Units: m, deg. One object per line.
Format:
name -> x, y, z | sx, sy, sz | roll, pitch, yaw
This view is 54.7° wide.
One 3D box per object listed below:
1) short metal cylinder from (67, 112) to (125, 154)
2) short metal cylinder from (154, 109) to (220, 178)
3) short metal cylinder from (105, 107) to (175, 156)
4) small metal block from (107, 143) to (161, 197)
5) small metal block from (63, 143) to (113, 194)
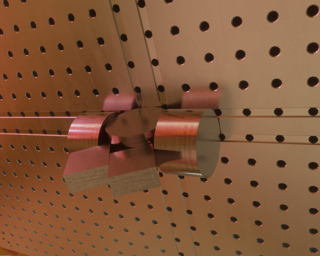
short metal cylinder -> -0.080, 0.018, 0.428 | 0.050, 0.080, 0.080 | 1, 119, 28
short metal cylinder -> 0.035, 0.017, 0.367 | 0.050, 0.080, 0.080 | 1, 119, 29
short metal cylinder -> -0.024, 0.012, 0.396 | 0.080, 0.080, 0.050 | 1, 119, 27
small metal block -> -0.028, 0.045, 0.338 | 0.050, 0.050, 0.025 | -13, 115, 0
small metal block -> -0.080, 0.046, 0.360 | 0.050, 0.050, 0.025 | -14, 115, -1
